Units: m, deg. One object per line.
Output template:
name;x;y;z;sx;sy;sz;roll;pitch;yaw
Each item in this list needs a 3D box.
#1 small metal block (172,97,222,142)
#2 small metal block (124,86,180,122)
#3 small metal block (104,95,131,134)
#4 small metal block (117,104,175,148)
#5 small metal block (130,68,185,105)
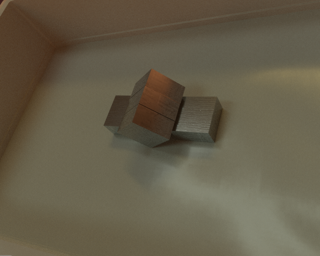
small metal block;0.046;-0.011;0.386;0.050;0.025;0.050;3;63;29
small metal block;-0.011;-0.023;0.393;0.050;0.050;0.025;-29;40;58
small metal block;-0.044;-0.018;0.436;0.050;0.025;0.050;4;64;29
small metal block;-0.018;-0.001;0.384;0.050;0.050;0.025;-29;40;58
small metal block;-0.004;-0.046;0.403;0.050;0.050;0.025;-28;41;59
